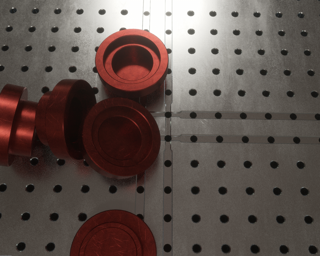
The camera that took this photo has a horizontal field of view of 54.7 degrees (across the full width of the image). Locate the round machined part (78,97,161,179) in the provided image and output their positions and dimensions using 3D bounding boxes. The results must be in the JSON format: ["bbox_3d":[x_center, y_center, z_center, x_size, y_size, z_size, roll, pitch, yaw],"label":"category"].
[{"bbox_3d":[-0.052,0.015,0.384,0.099,0.042,0.098,10,68,-25],"label":"round machined part"}]

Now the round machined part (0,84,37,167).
[{"bbox_3d":[-0.171,-0.001,0.375,0.042,0.098,0.098,12,69,-17],"label":"round machined part"}]

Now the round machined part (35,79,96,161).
[{"bbox_3d":[-0.114,-0.011,0.376,0.042,0.098,0.098,3,70,10],"label":"round machined part"}]

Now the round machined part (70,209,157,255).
[{"bbox_3d":[-0.053,0.142,0.350,0.099,0.042,0.098,0,70,-1],"label":"round machined part"}]

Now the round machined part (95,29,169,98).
[{"bbox_3d":[-0.038,-0.086,0.434,0.099,0.042,0.098,0,70,-1],"label":"round machined part"}]
